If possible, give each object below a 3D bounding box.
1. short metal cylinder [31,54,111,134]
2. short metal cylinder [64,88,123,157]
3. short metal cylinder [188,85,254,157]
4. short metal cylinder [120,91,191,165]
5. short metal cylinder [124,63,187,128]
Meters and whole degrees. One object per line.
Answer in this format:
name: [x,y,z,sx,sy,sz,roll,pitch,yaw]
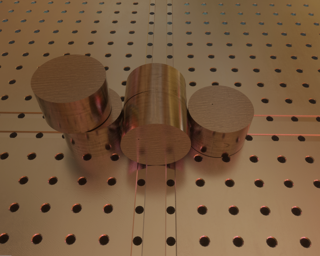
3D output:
short metal cylinder: [-0.099,-0.040,0.357,0.081,0.050,0.080,0,50,0]
short metal cylinder: [-0.087,-0.010,0.399,0.081,0.050,0.080,0,50,0]
short metal cylinder: [0.075,-0.009,0.399,0.081,0.050,0.080,0,50,0]
short metal cylinder: [-0.005,0.002,0.370,0.081,0.080,0.050,-1,50,-1]
short metal cylinder: [-0.006,-0.037,0.403,0.081,0.080,0.050,1,51,0]
